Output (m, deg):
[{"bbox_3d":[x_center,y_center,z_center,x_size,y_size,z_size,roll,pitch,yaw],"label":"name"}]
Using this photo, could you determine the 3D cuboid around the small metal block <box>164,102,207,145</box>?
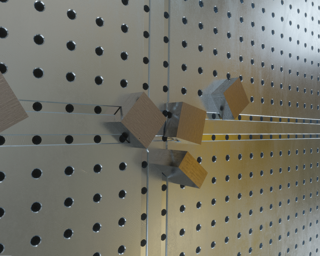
[{"bbox_3d":[0.037,-0.006,0.442,0.050,0.025,0.050,18,79,-39],"label":"small metal block"}]

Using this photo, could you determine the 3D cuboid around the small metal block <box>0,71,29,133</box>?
[{"bbox_3d":[-0.158,-0.019,0.278,0.050,0.025,0.050,-38,114,-34],"label":"small metal block"}]

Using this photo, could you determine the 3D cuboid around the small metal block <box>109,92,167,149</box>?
[{"bbox_3d":[-0.026,-0.010,0.389,0.050,0.025,0.050,49,61,-29],"label":"small metal block"}]

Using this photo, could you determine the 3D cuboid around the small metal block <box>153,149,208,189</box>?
[{"bbox_3d":[0.028,0.054,0.418,0.050,0.050,0.025,47,62,-30],"label":"small metal block"}]

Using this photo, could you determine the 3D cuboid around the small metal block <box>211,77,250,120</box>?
[{"bbox_3d":[0.116,-0.048,0.510,0.050,0.025,0.050,-43,116,-32],"label":"small metal block"}]
